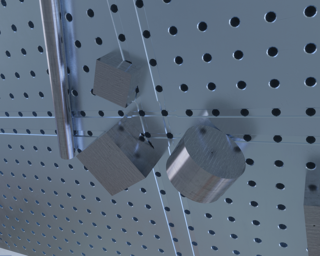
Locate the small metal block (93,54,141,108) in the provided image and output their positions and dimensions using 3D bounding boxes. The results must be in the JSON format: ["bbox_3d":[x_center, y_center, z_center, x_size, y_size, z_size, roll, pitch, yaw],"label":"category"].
[{"bbox_3d":[-0.057,-0.061,0.402,0.050,0.025,0.050,25,127,12],"label":"small metal block"}]

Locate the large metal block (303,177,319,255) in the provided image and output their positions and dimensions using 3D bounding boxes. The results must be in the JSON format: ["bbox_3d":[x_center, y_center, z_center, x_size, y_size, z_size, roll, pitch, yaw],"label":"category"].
[{"bbox_3d":[0.210,0.105,0.349,0.080,0.050,0.080,-2,117,29],"label":"large metal block"}]

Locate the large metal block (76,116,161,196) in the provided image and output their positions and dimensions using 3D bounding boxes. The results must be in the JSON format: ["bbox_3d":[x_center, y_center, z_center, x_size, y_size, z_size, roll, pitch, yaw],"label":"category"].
[{"bbox_3d":[-0.060,0.042,0.451,0.080,0.050,0.080,-34,100,38],"label":"large metal block"}]

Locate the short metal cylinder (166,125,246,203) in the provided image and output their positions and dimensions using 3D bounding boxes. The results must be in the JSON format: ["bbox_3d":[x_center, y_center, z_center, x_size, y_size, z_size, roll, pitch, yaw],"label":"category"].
[{"bbox_3d":[0.054,0.042,0.372,0.080,0.080,0.050,34,129,5],"label":"short metal cylinder"}]

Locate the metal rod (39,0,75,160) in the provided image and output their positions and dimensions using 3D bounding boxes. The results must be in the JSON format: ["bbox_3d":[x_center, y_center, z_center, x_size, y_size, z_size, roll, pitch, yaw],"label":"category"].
[{"bbox_3d":[-0.143,-0.079,0.435,0.025,0.025,0.298,17,125,18],"label":"metal rod"}]
